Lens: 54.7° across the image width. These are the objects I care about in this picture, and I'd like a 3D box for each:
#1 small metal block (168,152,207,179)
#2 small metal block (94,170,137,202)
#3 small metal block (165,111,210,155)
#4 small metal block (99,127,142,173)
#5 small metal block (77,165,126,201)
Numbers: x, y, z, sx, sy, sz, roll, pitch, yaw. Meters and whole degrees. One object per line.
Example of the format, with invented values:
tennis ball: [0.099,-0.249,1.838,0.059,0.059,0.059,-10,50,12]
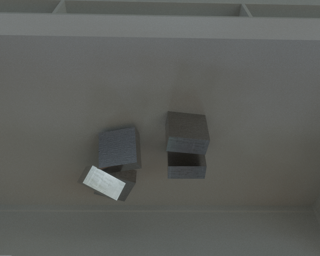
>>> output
small metal block: [0.036,0.043,0.430,0.050,0.050,0.025,0,130,-1]
small metal block: [-0.069,0.084,0.480,0.050,0.025,0.050,18,128,-16]
small metal block: [0.034,0.006,0.398,0.050,0.050,0.025,6,130,-6]
small metal block: [-0.053,0.030,0.414,0.050,0.050,0.025,-9,153,7]
small metal block: [-0.081,0.075,0.423,0.050,0.025,0.050,32,161,-16]
